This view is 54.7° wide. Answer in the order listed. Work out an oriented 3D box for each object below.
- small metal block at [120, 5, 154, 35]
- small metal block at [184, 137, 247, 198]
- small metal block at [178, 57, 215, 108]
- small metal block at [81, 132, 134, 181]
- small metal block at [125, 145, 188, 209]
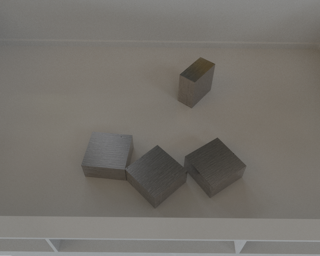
[{"bbox_3d":[-0.043,-0.202,0.577,0.050,0.025,0.050,-13,51,-11],"label":"small metal block"},{"bbox_3d":[0.064,0.046,0.367,0.050,0.025,0.050,-27,56,-22],"label":"small metal block"},{"bbox_3d":[0.052,-0.065,0.444,0.025,0.050,0.050,32,57,23],"label":"small metal block"},{"bbox_3d":[-0.062,0.034,0.376,0.050,0.025,0.050,5,50,4],"label":"small metal block"},{"bbox_3d":[-0.004,0.055,0.359,0.050,0.025,0.050,-36,59,-27],"label":"small metal block"}]
